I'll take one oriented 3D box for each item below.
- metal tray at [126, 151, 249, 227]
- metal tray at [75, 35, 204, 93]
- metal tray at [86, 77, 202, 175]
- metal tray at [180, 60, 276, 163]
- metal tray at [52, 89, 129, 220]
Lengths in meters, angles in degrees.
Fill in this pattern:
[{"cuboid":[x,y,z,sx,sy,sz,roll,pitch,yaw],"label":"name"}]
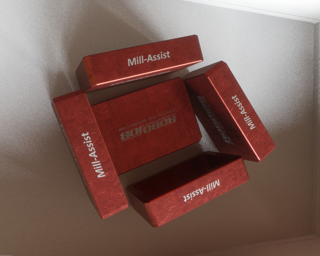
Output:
[{"cuboid":[0.031,0.069,0.387,0.131,0.090,0.030,-22,98,-19],"label":"metal tray"},{"cuboid":[-0.027,-0.073,0.364,0.131,0.090,0.030,-17,96,-20],"label":"metal tray"},{"cuboid":[-0.019,-0.004,0.399,0.131,0.030,0.090,-21,97,-19],"label":"metal tray"},{"cuboid":[0.083,-0.019,0.407,0.030,0.090,0.130,-38,103,-15],"label":"metal tray"},{"cuboid":[-0.081,0.027,0.344,0.030,0.090,0.129,-23,98,-19],"label":"metal tray"}]
